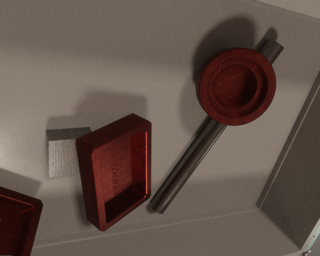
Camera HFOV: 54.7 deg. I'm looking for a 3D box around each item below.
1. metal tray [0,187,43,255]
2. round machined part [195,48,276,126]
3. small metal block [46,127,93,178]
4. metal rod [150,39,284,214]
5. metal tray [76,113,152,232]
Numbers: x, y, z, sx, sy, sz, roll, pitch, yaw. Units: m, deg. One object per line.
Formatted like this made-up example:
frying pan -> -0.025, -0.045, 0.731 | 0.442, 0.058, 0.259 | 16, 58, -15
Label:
metal tray -> -0.184, 0.128, 0.322 | 0.030, 0.130, 0.090 | -25, 137, 33
round machined part -> 0.094, -0.055, 0.402 | 0.099, 0.042, 0.097 | -2, 108, -6
small metal block -> -0.107, 0.028, 0.368 | 0.050, 0.025, 0.050 | -5, 121, -26
metal rod -> 0.077, 0.005, 0.456 | 0.025, 0.025, 0.299 | 25, 104, -37
metal tray -> -0.053, 0.056, 0.391 | 0.091, 0.030, 0.129 | -29, 133, -39
